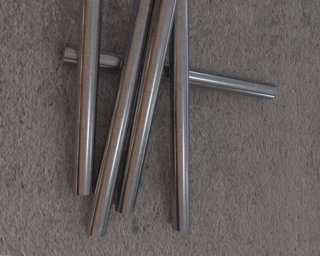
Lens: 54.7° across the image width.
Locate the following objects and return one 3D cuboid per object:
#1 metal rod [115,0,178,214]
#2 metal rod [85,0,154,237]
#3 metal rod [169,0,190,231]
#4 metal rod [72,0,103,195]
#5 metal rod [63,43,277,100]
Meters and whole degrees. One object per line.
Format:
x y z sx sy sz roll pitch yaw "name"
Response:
-0.015 -0.041 0.372 0.025 0.025 0.298 9 99 -20 "metal rod"
-0.047 -0.017 0.372 0.025 0.025 0.298 11 93 -20 "metal rod"
0.025 -0.013 0.398 0.025 0.025 0.298 -4 99 -20 "metal rod"
-0.082 -0.070 0.353 0.025 0.025 0.298 2 99 -20 "metal rod"
0.028 -0.072 0.418 0.302 0.025 0.025 7 88 -20 "metal rod"
